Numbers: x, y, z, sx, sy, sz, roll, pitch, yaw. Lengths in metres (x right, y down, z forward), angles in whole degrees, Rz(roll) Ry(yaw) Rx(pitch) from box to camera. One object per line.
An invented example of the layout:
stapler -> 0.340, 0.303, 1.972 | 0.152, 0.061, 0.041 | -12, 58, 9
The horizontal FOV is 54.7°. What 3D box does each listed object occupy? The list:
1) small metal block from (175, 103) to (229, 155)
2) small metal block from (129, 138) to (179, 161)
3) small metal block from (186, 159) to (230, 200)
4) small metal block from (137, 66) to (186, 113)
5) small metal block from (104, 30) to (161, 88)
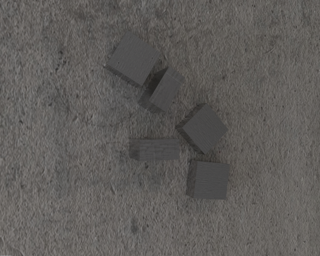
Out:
small metal block -> 0.058, 0.001, 0.430 | 0.050, 0.025, 0.050 | -45, 104, -15
small metal block -> -0.009, 0.026, 0.392 | 0.050, 0.050, 0.025 | -1, 91, -20
small metal block -> 0.067, 0.072, 0.434 | 0.050, 0.025, 0.050 | 8, 88, -20
small metal block -> 0.000, -0.047, 0.396 | 0.025, 0.050, 0.050 | 33, 79, -17
small metal block -> -0.035, -0.087, 0.396 | 0.050, 0.025, 0.050 | 31, 80, -18
